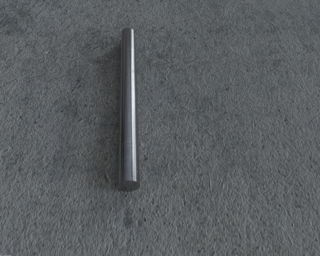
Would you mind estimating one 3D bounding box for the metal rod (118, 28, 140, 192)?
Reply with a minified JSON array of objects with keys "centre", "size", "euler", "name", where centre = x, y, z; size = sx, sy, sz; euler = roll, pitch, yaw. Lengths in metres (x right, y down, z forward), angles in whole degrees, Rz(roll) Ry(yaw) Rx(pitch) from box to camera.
[{"centre":[-0.045,-0.049,0.444],"size":[0.025,0.025,0.300],"euler":[-3,50,-2],"name":"metal rod"}]
